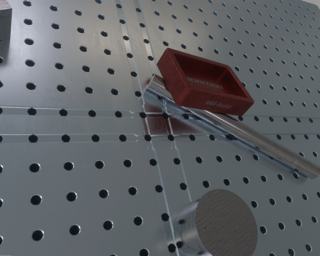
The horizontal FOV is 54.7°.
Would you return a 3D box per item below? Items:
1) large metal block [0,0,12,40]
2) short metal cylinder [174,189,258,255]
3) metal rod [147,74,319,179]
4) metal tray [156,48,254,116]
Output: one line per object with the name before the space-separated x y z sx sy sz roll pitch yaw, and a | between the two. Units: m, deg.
large metal block | -0.230 -0.141 0.354 0.081 0.050 0.080 -29 78 -37
short metal cylinder | 0.063 0.116 0.355 0.081 0.050 0.080 14 56 -21
metal rod | 0.118 0.002 0.469 0.301 0.025 0.025 28 52 -11
metal tray | 0.068 -0.066 0.457 0.131 0.030 0.090 6 45 -34
